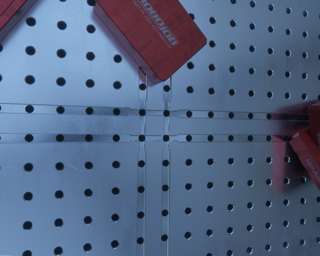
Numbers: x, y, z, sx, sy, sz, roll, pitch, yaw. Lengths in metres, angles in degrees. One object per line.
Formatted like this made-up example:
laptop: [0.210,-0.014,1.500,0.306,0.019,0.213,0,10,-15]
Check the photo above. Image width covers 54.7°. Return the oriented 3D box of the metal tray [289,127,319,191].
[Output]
metal tray: [0.277,0.054,0.487,0.091,0.030,0.130,-20,72,-20]

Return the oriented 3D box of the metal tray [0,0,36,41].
metal tray: [-0.189,-0.161,0.339,0.090,0.030,0.130,38,78,-17]

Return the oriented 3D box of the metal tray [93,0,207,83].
metal tray: [-0.011,-0.135,0.407,0.090,0.030,0.130,-44,104,-15]

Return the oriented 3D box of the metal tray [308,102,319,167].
metal tray: [0.279,0.020,0.497,0.091,0.030,0.129,-16,101,-36]
